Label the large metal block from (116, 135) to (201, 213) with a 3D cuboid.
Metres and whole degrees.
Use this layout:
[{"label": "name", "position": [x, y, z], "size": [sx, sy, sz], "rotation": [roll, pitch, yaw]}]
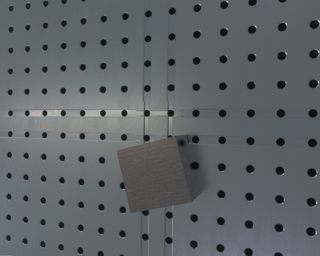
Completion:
[{"label": "large metal block", "position": [-0.001, 0.057, 0.400], "size": [0.080, 0.050, 0.080], "rotation": [-15, 85, 19]}]
